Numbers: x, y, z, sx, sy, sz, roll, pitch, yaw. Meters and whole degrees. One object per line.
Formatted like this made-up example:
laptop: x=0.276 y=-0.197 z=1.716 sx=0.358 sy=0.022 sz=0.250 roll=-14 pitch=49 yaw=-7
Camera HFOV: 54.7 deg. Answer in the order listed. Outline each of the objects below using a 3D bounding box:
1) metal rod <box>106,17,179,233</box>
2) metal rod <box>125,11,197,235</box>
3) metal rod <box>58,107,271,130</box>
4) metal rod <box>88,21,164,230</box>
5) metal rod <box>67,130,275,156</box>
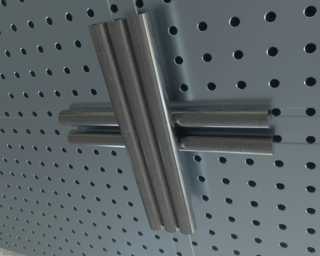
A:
metal rod: x=-0.013 y=0.015 z=0.394 sx=0.025 sy=0.025 sz=0.298 roll=0 pitch=119 yaw=27
metal rod: x=0.009 y=0.014 z=0.382 sx=0.025 sy=0.025 sz=0.298 roll=0 pitch=119 yaw=27
metal rod: x=-0.013 y=-0.013 z=0.409 sx=0.301 sy=0.025 sz=0.025 roll=1 pitch=119 yaw=27
metal rod: x=-0.035 y=0.015 z=0.406 sx=0.025 sy=0.025 sz=0.298 roll=0 pitch=119 yaw=27
metal rod: x=-0.004 y=0.017 z=0.423 sx=0.301 sy=0.025 sz=0.025 roll=1 pitch=119 yaw=27
